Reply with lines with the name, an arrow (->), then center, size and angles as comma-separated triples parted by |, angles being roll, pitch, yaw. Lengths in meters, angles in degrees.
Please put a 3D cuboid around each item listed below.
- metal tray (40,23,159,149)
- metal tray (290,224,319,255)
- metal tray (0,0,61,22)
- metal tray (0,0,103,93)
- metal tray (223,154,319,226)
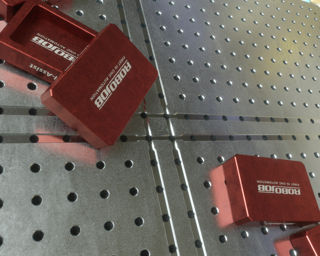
metal tray -> -0.065, -0.052, 0.373 | 0.090, 0.030, 0.130 | 45, 55, -23
metal tray -> 0.253, 0.174, 0.433 | 0.131, 0.030, 0.090 | -8, 66, -32
metal tray -> -0.190, -0.208, 0.429 | 0.090, 0.030, 0.131 | 41, 51, 0
metal tray -> -0.121, -0.098, 0.393 | 0.131, 0.030, 0.090 | 26, 53, -17
metal tray -> 0.157, 0.089, 0.435 | 0.131, 0.030, 0.090 | 8, 58, -24
